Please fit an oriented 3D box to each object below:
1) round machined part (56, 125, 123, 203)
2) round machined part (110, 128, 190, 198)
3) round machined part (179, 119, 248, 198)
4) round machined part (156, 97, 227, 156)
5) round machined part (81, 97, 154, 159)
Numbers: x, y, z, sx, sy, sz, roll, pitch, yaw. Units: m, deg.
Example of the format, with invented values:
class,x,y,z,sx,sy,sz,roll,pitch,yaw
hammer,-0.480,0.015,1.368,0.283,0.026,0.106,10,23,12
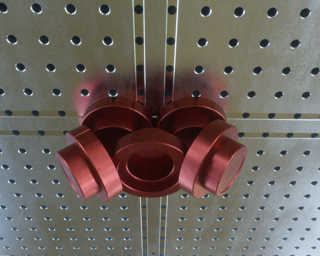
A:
class,x,y,z,sx,sy,sz,roll,pitch,yaw
round machined part,-0.090,0.049,0.374,0.042,0.098,0.097,-30,135,-25
round machined part,-0.012,0.038,0.376,0.099,0.042,0.097,-1,130,0
round machined part,0.069,0.042,0.370,0.042,0.099,0.097,29,138,29
round machined part,0.042,0.010,0.409,0.099,0.042,0.097,-1,130,0
round machined part,-0.056,0.010,0.408,0.099,0.042,0.097,-1,130,0
